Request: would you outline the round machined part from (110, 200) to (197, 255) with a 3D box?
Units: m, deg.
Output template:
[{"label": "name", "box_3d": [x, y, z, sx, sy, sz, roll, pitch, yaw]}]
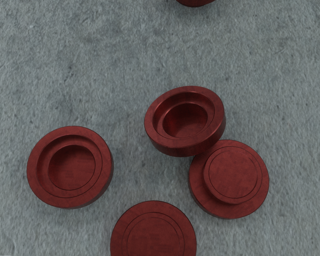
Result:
[{"label": "round machined part", "box_3d": [-0.007, 0.132, 0.351, 0.099, 0.042, 0.098, 0, 70, -1]}]

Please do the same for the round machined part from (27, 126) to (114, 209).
[{"label": "round machined part", "box_3d": [-0.106, 0.050, 0.380, 0.099, 0.042, 0.098, 0, 70, -1]}]

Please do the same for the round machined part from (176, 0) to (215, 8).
[{"label": "round machined part", "box_3d": [0.054, -0.230, 0.484, 0.099, 0.042, 0.098, 0, 70, -1]}]

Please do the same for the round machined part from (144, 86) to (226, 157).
[{"label": "round machined part", "box_3d": [0.033, -0.004, 0.388, 0.098, 0.042, 0.098, -10, 49, 12]}]

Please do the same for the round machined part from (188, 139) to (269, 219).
[{"label": "round machined part", "box_3d": [0.085, 0.060, 0.378, 0.099, 0.042, 0.098, 0, 70, -1]}]
